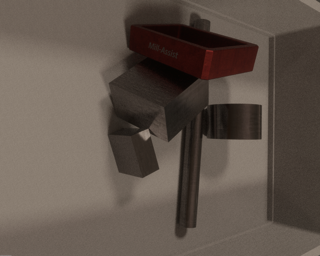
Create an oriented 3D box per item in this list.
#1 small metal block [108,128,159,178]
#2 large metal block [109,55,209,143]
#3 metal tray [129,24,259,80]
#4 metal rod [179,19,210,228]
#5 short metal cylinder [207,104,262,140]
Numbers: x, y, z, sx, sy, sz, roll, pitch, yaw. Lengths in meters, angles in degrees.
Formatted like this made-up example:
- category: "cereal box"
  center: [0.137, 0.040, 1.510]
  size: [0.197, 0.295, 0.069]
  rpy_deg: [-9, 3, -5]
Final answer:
- category: "small metal block"
  center: [-0.032, 0.028, 0.365]
  size: [0.025, 0.050, 0.050]
  rpy_deg: [-24, 105, -36]
- category: "large metal block"
  center: [0.001, -0.040, 0.365]
  size: [0.080, 0.080, 0.050]
  rpy_deg: [-42, 142, -32]
- category: "metal tray"
  center: [0.037, -0.096, 0.370]
  size: [0.091, 0.130, 0.030]
  rpy_deg: [-17, 126, -39]
- category: "metal rod"
  center: [0.051, -0.009, 0.451]
  size: [0.025, 0.025, 0.298]
  rpy_deg: [8, 85, -40]
- category: "short metal cylinder"
  center: [0.111, -0.009, 0.467]
  size: [0.081, 0.080, 0.050]
  rpy_deg: [1, 90, -40]
